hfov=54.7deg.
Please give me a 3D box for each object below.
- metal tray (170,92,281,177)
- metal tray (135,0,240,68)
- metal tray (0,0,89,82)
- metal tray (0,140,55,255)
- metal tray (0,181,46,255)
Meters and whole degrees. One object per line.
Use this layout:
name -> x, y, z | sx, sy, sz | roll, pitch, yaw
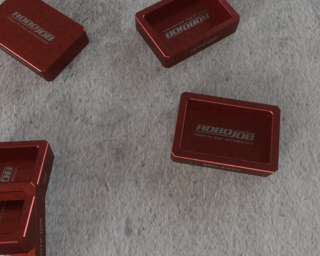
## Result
metal tray -> 0.085, 0.008, 0.403 | 0.131, 0.030, 0.090 | 9, 70, 3
metal tray -> 0.040, -0.157, 0.463 | 0.131, 0.030, 0.090 | -31, 73, -11
metal tray -> -0.183, -0.138, 0.454 | 0.130, 0.030, 0.090 | 34, 73, 11
metal tray -> -0.180, 0.074, 0.350 | 0.091, 0.030, 0.130 | -3, 47, -2
metal tray -> -0.176, 0.125, 0.340 | 0.091, 0.030, 0.129 | -3, 85, -2
